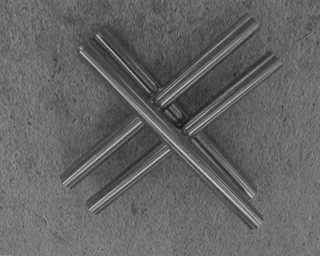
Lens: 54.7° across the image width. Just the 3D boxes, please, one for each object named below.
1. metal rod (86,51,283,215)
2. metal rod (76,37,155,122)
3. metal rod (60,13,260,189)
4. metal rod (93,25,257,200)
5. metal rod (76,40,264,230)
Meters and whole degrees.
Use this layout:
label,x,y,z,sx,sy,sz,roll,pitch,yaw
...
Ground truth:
label,x,y,z,sx,sy,sz,roll,pitch,yaw
metal rod,0.021,0.014,0.390,0.300,0.025,0.025,-40,106,13
metal rod,0.008,0.004,0.412,0.025,0.025,0.300,-40,106,13
metal rod,-0.010,-0.024,0.375,0.300,0.025,0.025,-40,106,13
metal rod,0.029,-0.010,0.408,0.025,0.025,0.300,-40,106,13
metal rod,0.023,0.019,0.365,0.025,0.025,0.300,-41,106,13
